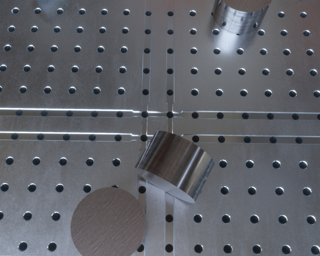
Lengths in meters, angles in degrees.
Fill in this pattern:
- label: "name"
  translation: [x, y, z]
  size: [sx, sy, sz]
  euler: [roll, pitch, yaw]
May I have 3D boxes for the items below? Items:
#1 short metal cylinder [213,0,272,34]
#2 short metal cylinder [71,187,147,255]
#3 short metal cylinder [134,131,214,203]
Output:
- label: "short metal cylinder"
  translation: [0.124, -0.191, 0.469]
  size: [0.081, 0.050, 0.080]
  euler: [0, 70, 0]
- label: "short metal cylinder"
  translation: [-0.056, 0.112, 0.357]
  size: [0.081, 0.050, 0.080]
  euler: [0, 70, 0]
- label: "short metal cylinder"
  translation: [0.017, 0.046, 0.366]
  size: [0.080, 0.080, 0.050]
  euler: [28, 73, 9]
